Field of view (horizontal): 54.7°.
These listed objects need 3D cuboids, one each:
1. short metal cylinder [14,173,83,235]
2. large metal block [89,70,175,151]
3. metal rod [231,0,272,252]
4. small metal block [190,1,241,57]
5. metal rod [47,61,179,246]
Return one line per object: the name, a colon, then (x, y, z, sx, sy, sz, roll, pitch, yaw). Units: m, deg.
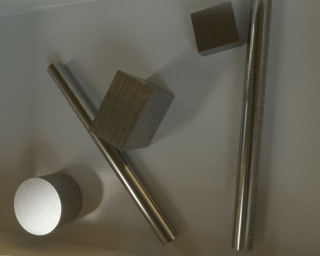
short metal cylinder: (-0.162, 0.109, 0.453, 0.080, 0.050, 0.079, 0, 90, 19)
large metal block: (-0.032, -0.020, 0.392, 0.050, 0.080, 0.080, 31, 100, 17)
metal rod: (0.110, -0.004, 0.371, 0.025, 0.025, 0.298, 5, 91, 19)
small metal block: (0.070, -0.122, 0.386, 0.050, 0.025, 0.050, -12, 86, 19)
metal rod: (-0.072, 0.028, 0.434, 0.025, 0.025, 0.299, -39, 78, 15)
